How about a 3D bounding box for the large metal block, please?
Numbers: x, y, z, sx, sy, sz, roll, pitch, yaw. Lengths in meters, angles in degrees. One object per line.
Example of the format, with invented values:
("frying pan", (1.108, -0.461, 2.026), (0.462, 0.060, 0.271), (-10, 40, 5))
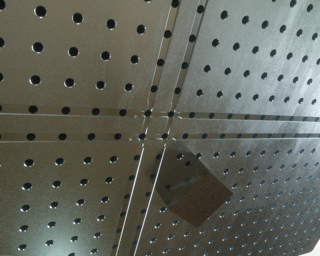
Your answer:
("large metal block", (0.055, 0.099, 0.485), (0.080, 0.050, 0.080), (-45, 129, 3))
